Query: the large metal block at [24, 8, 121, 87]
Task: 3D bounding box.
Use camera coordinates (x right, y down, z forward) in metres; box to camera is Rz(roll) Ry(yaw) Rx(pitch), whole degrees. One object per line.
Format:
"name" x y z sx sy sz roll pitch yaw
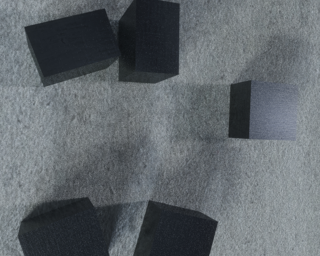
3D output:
"large metal block" -0.098 -0.086 0.344 0.081 0.080 0.050 -21 98 -19

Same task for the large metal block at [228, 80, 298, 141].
"large metal block" 0.150 -0.023 0.453 0.081 0.050 0.079 3 89 -20

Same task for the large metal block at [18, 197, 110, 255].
"large metal block" -0.107 0.137 0.357 0.081 0.050 0.080 -18 96 -20

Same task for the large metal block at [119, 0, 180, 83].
"large metal block" -0.016 -0.100 0.375 0.050 0.080 0.079 1 90 -20

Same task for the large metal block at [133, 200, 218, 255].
"large metal block" 0.019 0.147 0.404 0.081 0.050 0.080 18 84 -20
